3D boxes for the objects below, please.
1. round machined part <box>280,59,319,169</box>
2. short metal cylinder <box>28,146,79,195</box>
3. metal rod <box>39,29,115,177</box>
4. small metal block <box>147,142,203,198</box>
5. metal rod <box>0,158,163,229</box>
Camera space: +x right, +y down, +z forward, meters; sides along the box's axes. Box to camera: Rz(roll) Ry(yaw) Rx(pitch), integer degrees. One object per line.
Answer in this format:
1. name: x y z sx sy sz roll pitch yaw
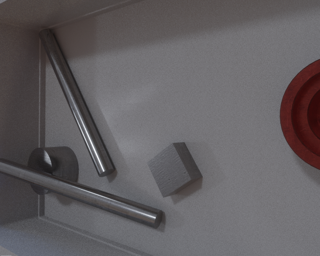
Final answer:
1. round machined part: 0.158 -0.012 0.261 0.098 0.042 0.097 3 94 43
2. short metal cylinder: -0.188 0.073 0.542 0.080 0.050 0.079 0 90 39
3. metal rod: -0.148 -0.054 0.525 0.025 0.025 0.299 -42 65 31
4. small metal block: 0.018 0.052 0.391 0.050 0.025 0.050 -40 66 32
5. metal rod: -0.137 0.092 0.468 0.301 0.025 0.025 12 98 23
